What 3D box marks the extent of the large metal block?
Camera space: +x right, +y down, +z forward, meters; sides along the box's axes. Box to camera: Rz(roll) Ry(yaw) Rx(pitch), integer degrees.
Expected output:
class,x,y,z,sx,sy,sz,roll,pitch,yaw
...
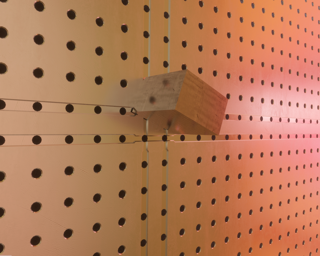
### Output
class,x,y,z,sx,sy,sz,roll,pitch,yaw
large metal block,0.026,-0.029,0.397,0.080,0.080,0.050,28,73,-37
